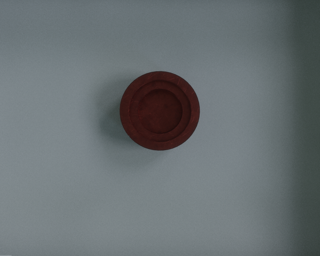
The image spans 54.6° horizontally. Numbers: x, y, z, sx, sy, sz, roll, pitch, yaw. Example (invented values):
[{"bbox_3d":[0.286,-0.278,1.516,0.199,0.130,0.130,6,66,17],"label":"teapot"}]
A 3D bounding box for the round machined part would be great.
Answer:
[{"bbox_3d":[0.000,-0.021,0.400,0.099,0.042,0.097,0,90,0],"label":"round machined part"}]
